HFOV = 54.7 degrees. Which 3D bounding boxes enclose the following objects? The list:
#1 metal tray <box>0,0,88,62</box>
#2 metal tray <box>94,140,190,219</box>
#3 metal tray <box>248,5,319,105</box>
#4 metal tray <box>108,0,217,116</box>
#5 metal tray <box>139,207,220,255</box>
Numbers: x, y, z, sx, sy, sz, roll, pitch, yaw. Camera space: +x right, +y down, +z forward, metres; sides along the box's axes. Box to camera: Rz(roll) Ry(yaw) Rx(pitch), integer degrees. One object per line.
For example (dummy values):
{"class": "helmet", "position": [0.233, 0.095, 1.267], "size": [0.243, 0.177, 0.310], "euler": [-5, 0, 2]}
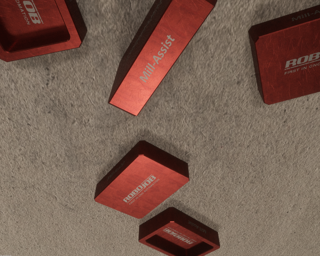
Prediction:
{"class": "metal tray", "position": [-0.135, -0.132, 0.289], "size": [0.090, 0.030, 0.129], "euler": [-10, 130, 7]}
{"class": "metal tray", "position": [-0.029, 0.084, 0.475], "size": [0.090, 0.030, 0.129], "euler": [30, 124, -24]}
{"class": "metal tray", "position": [0.170, -0.083, 0.336], "size": [0.130, 0.030, 0.090], "euler": [-15, 129, 12]}
{"class": "metal tray", "position": [-0.002, -0.085, 0.291], "size": [0.030, 0.090, 0.129], "euler": [26, 125, -17]}
{"class": "metal tray", "position": [0.037, 0.203, 0.577], "size": [0.130, 0.030, 0.090], "euler": [36, 121, -27]}
